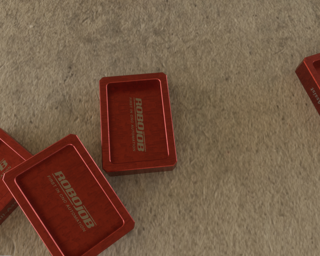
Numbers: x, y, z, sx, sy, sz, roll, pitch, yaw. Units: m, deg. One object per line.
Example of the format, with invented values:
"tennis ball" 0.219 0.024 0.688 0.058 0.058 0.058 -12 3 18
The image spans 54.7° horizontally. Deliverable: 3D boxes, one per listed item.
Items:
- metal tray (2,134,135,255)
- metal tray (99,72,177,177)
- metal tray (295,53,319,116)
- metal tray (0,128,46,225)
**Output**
"metal tray" -0.101 0.083 0.355 0.090 0.030 0.130 -34 88 -15
"metal tray" -0.030 -0.006 0.407 0.091 0.030 0.129 -5 70 -3
"metal tray" 0.260 -0.048 0.425 0.091 0.030 0.130 -18 71 -7
"metal tray" -0.215 0.071 0.376 0.090 0.030 0.130 37 74 12
